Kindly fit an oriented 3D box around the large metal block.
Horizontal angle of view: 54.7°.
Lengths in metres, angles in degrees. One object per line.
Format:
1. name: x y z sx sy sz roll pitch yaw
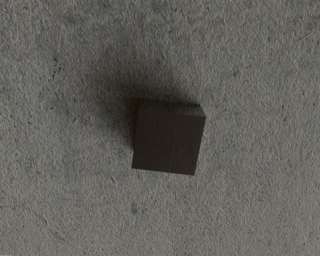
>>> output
1. large metal block: 0.009 0.010 0.402 0.081 0.050 0.079 7 110 -3
